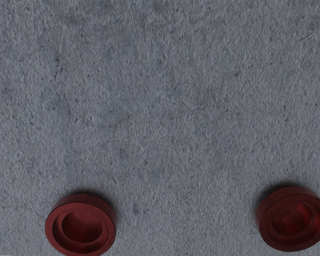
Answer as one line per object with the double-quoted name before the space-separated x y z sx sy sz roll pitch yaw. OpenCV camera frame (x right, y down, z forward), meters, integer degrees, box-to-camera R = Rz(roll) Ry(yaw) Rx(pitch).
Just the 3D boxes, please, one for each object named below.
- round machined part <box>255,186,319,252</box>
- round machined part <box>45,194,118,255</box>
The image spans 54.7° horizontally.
"round machined part" 0.187 0.126 0.449 0.099 0.042 0.097 0 110 0
"round machined part" -0.111 0.137 0.450 0.099 0.042 0.097 0 110 0
